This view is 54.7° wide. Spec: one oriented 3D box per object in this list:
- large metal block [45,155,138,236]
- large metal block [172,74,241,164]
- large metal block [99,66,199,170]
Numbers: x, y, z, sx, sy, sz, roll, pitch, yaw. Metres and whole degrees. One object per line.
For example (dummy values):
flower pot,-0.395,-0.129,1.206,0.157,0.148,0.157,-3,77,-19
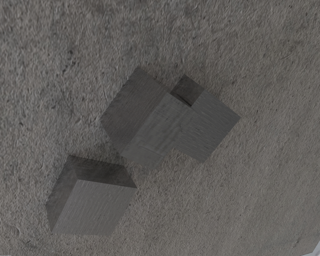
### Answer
large metal block,-0.089,0.088,0.397,0.081,0.050,0.080,17,109,-35
large metal block,0.045,-0.010,0.409,0.080,0.050,0.080,30,102,-38
large metal block,-0.016,-0.013,0.354,0.050,0.080,0.080,30,102,-38
